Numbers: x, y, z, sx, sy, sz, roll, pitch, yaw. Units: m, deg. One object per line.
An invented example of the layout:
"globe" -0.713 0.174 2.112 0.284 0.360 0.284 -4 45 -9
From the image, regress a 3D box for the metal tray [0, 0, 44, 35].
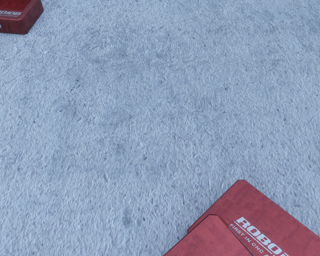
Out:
"metal tray" -0.299 -0.218 0.580 0.131 0.030 0.090 6 50 5

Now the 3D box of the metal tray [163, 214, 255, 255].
"metal tray" 0.056 0.148 0.248 0.090 0.030 0.130 -42 62 -1

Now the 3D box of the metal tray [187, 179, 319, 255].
"metal tray" 0.101 0.122 0.298 0.091 0.030 0.130 -36 59 -27
